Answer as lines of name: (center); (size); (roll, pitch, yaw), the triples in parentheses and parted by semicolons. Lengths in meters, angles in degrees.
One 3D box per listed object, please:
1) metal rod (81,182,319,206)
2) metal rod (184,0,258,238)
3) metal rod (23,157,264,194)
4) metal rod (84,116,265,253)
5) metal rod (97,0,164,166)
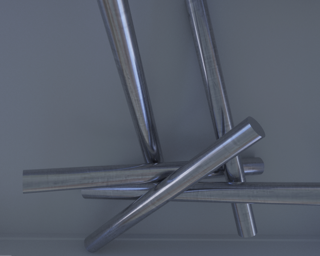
metal rod: (0.034, 0.080, 0.390); (0.301, 0.025, 0.025); (-4, 112, 21)
metal rod: (0.077, -0.007, 0.380); (0.025, 0.025, 0.298); (-14, 99, 4)
metal rod: (-0.003, 0.055, 0.380); (0.303, 0.025, 0.025); (-1, 112, -21)
metal rod: (-0.003, 0.084, 0.374); (0.025, 0.025, 0.299); (40, 122, -14)
metal rod: (-0.021, -0.022, 0.340); (0.025, 0.025, 0.298); (-9, 134, 3)
